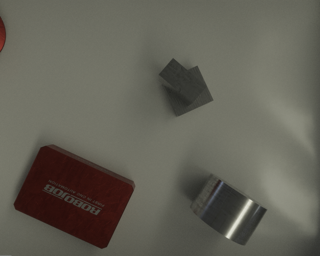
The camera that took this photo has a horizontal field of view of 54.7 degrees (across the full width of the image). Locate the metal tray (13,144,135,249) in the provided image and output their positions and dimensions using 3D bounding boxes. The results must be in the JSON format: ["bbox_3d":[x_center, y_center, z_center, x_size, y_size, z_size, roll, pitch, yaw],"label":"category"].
[{"bbox_3d":[-0.110,0.088,0.408,0.131,0.030,0.090,25,90,-1],"label":"metal tray"}]

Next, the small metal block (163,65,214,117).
[{"bbox_3d":[0.036,-0.048,0.412,0.050,0.025,0.050,-25,90,-1],"label":"small metal block"}]

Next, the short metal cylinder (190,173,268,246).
[{"bbox_3d":[0.085,0.099,0.385,0.080,0.080,0.050,32,90,-1],"label":"short metal cylinder"}]

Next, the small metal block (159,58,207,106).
[{"bbox_3d":[0.026,-0.054,0.374,0.050,0.050,0.025,40,90,0],"label":"small metal block"}]

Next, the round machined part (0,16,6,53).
[{"bbox_3d":[-0.249,-0.118,0.384,0.099,0.042,0.098,8,76,-37],"label":"round machined part"}]
